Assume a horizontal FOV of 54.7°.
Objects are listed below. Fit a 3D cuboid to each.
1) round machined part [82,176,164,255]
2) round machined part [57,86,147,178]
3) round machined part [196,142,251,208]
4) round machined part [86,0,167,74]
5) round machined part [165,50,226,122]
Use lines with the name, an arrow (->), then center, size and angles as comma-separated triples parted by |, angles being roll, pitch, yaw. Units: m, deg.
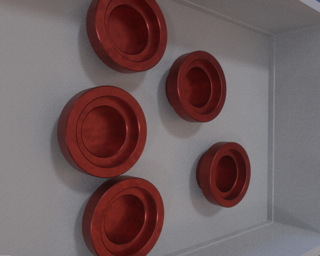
round machined part -> -0.046, 0.104, 0.359 | 0.099, 0.042, 0.097 | 0, 90, -40
round machined part -> -0.066, 0.004, 0.342 | 0.099, 0.042, 0.097 | 0, 90, -40
round machined part -> 0.094, 0.069, 0.477 | 0.099, 0.042, 0.097 | 0, 90, -40
round machined part -> -0.042, -0.112, 0.362 | 0.099, 0.042, 0.097 | 0, 90, -40
round machined part -> 0.046, -0.056, 0.437 | 0.099, 0.042, 0.097 | 0, 90, -40
